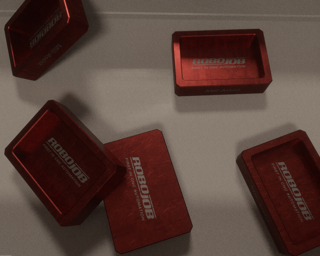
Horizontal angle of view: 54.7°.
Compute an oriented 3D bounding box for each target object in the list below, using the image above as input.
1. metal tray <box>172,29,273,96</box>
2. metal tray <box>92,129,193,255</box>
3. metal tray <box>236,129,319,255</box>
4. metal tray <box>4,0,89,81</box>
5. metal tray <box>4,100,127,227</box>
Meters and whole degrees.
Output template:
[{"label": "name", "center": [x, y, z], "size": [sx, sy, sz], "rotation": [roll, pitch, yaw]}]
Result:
[{"label": "metal tray", "center": [0.084, -0.094, 0.442], "size": [0.131, 0.030, 0.090], "rotation": [-2, 70, -2]}, {"label": "metal tray", "center": [-0.023, 0.075, 0.379], "size": [0.091, 0.030, 0.130], "rotation": [-16, 71, -6]}, {"label": "metal tray", "center": [0.163, 0.077, 0.380], "size": [0.091, 0.030, 0.130], "rotation": [-20, 71, -8]}, {"label": "metal tray", "center": [-0.156, -0.134, 0.413], "size": [0.130, 0.030, 0.090], "rotation": [-30, 68, 31]}, {"label": "metal tray", "center": [-0.115, 0.039, 0.369], "size": [0.130, 0.030, 0.090], "rotation": [42, 90, 22]}]
